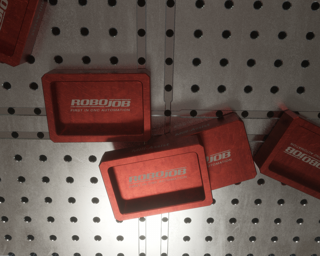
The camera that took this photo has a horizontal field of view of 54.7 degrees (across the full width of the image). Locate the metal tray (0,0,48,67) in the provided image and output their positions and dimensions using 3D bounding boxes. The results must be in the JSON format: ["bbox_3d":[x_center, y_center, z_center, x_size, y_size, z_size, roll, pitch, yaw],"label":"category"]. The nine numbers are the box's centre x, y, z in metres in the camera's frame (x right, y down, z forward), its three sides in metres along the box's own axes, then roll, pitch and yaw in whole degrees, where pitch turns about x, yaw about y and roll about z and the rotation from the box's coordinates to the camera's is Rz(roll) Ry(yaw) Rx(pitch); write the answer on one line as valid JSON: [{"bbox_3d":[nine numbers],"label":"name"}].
[{"bbox_3d":[-0.183,-0.148,0.353,0.090,0.030,0.129,23,108,-9],"label":"metal tray"}]

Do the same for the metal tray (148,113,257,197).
[{"bbox_3d":[0.057,0.042,0.427,0.131,0.030,0.090,-18,110,6],"label":"metal tray"}]

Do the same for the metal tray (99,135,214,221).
[{"bbox_3d":[-0.003,0.066,0.402,0.131,0.030,0.089,-11,110,3],"label":"metal tray"}]

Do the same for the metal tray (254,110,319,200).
[{"bbox_3d":[0.210,0.043,0.428,0.131,0.030,0.089,24,108,-10],"label":"metal tray"}]

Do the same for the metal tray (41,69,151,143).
[{"bbox_3d":[-0.077,-0.028,0.399,0.131,0.030,0.089,-1,110,-1],"label":"metal tray"}]
